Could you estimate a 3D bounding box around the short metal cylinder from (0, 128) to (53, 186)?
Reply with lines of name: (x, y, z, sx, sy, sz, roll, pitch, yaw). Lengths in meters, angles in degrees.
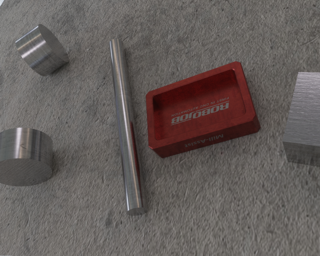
short metal cylinder: (-0.197, 0.043, 0.446, 0.080, 0.080, 0.050, -23, 54, 14)

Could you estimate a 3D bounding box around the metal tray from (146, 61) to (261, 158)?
metal tray: (0.049, -0.022, 0.388, 0.130, 0.030, 0.090, -17, 55, 18)

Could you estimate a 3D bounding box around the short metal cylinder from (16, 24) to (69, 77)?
short metal cylinder: (-0.214, -0.142, 0.568, 0.050, 0.080, 0.080, -32, 52, 8)

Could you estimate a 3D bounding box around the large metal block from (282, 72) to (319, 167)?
large metal block: (0.172, -0.006, 0.301, 0.080, 0.050, 0.080, 8, 66, 31)

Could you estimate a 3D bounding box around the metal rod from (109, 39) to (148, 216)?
metal rod: (-0.051, -0.023, 0.444, 0.025, 0.025, 0.299, -22, 53, 15)
